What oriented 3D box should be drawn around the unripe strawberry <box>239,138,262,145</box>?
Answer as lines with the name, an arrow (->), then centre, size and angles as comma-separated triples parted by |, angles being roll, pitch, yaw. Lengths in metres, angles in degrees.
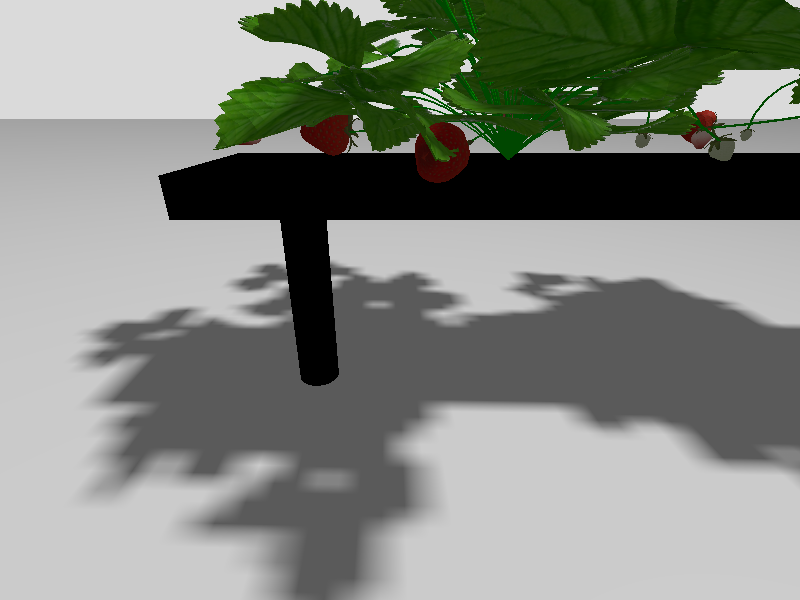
unripe strawberry -> -0.162, -0.177, 0.426 | 0.028, 0.027, 0.031 | -30, 8, 33

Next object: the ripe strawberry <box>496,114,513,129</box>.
ripe strawberry -> 0.142, -0.223, 0.514 | 0.038, 0.034, 0.035 | 6, 26, 13

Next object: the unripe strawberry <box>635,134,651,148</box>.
unripe strawberry -> 0.258, -0.169, 0.426 | 0.013, 0.014, 0.015 | -15, 30, -29

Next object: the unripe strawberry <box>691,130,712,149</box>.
unripe strawberry -> 0.322, -0.171, 0.427 | 0.019, 0.020, 0.018 | -30, 33, -12

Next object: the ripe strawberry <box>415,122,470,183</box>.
ripe strawberry -> 0.022, -0.083, 0.227 | 0.031, 0.033, 0.034 | 15, 30, 28

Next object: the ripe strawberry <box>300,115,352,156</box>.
ripe strawberry -> -0.064, -0.146, 0.344 | 0.041, 0.041, 0.046 | 3, 26, 8

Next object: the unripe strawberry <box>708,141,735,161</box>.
unripe strawberry -> 0.257, -0.119, 0.318 | 0.016, 0.018, 0.018 | -38, 17, 20

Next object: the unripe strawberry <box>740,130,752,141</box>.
unripe strawberry -> 0.372, -0.177, 0.431 | 0.010, 0.011, 0.011 | 17, 30, 31

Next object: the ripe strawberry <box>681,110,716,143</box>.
ripe strawberry -> 0.351, -0.205, 0.474 | 0.034, 0.036, 0.031 | 20, 32, 37
